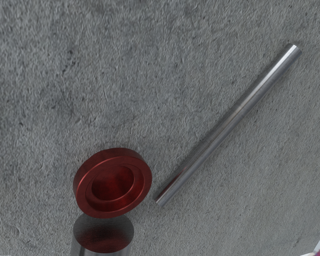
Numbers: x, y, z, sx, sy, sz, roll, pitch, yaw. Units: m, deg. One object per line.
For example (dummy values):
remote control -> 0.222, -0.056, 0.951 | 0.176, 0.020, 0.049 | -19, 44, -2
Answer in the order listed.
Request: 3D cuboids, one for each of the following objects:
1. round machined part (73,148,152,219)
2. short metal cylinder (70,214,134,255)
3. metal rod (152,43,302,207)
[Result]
round machined part -> -0.063, 0.066, 0.402 | 0.099, 0.042, 0.097 | -14, 124, -21
short metal cylinder -> -0.080, 0.157, 0.425 | 0.081, 0.080, 0.050 | -2, 119, -28
metal rod -> 0.095, 0.000, 0.458 | 0.299, 0.025, 0.025 | -49, 129, 6
